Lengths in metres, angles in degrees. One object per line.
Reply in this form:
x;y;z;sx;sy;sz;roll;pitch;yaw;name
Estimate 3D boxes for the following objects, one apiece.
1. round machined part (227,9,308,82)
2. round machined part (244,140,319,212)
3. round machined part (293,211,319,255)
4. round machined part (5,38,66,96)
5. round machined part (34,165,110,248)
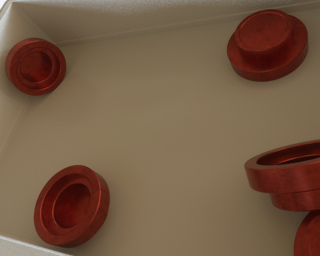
0.133;-0.111;0.393;0.098;0.042;0.098;-13;56;21;round machined part
0.130;0.042;0.277;0.098;0.098;0.042;-16;91;19;round machined part
0.152;0.098;0.238;0.098;0.042;0.098;-27;44;31;round machined part
-0.219;-0.109;0.542;0.042;0.098;0.098;33;80;38;round machined part
-0.104;0.099;0.389;0.098;0.042;0.098;-13;56;21;round machined part
